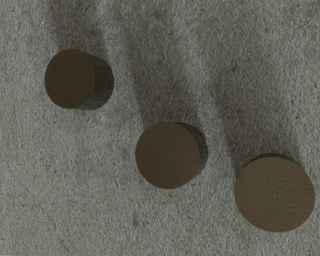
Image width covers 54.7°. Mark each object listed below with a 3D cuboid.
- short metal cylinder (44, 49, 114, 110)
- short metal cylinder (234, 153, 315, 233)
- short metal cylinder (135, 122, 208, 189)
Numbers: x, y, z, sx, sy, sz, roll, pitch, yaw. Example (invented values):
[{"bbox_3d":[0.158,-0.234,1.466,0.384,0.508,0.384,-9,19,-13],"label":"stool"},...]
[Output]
[{"bbox_3d":[-0.112,-0.066,0.435,0.080,0.050,0.080,0,90,20],"label":"short metal cylinder"},{"bbox_3d":[0.128,0.070,0.350,0.080,0.050,0.080,0,90,20],"label":"short metal cylinder"},{"bbox_3d":[0.016,0.032,0.390,0.080,0.050,0.080,0,90,20],"label":"short metal cylinder"}]
